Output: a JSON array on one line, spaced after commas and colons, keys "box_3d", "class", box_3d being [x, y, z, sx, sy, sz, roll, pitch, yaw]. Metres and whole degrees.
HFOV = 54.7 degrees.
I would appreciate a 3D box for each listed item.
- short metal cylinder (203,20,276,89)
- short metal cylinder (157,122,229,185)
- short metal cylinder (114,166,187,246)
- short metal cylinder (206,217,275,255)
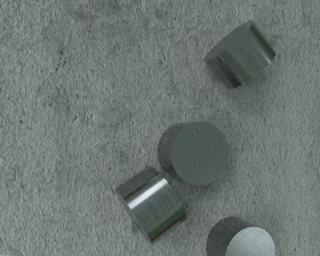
[{"box_3d": [0.106, -0.098, 0.419, 0.080, 0.080, 0.050, -47, 105, -14], "class": "short metal cylinder"}, {"box_3d": [0.043, 0.032, 0.411, 0.081, 0.050, 0.080, 0, 90, -20], "class": "short metal cylinder"}, {"box_3d": [-0.012, 0.093, 0.375, 0.050, 0.080, 0.080, -33, 101, -17], "class": "short metal cylinder"}, {"box_3d": [0.113, 0.172, 0.437, 0.081, 0.050, 0.080, 0, 90, -20], "class": "short metal cylinder"}]
